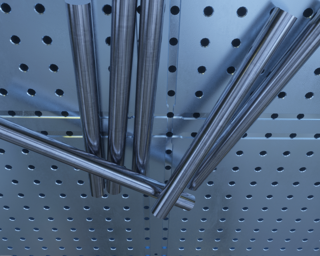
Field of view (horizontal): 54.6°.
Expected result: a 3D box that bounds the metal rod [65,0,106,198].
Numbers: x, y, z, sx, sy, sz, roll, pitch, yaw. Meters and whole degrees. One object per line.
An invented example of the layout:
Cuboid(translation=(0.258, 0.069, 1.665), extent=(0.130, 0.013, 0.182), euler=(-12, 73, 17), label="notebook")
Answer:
Cuboid(translation=(-0.090, -0.012, 0.400), extent=(0.025, 0.025, 0.298), euler=(3, 130, -2), label="metal rod")

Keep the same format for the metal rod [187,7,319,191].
Cuboid(translation=(0.112, -0.015, 0.399), extent=(0.025, 0.025, 0.298), euler=(19, 128, -16), label="metal rod")

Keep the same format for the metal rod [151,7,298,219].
Cuboid(translation=(0.063, 0.001, 0.377), extent=(0.025, 0.025, 0.298), euler=(21, 116, -17), label="metal rod")

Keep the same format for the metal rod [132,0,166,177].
Cuboid(translation=(-0.019, -0.029, 0.386), extent=(0.025, 0.025, 0.298), euler=(4, 130, -4), label="metal rod")

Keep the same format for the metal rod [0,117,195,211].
Cuboid(translation=(-0.081, 0.054, 0.422), extent=(0.301, 0.025, 0.025), euler=(26, 126, -21), label="metal rod")

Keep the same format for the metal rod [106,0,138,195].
Cuboid(translation=(-0.053, -0.017, 0.396), extent=(0.025, 0.025, 0.298), euler=(6, 130, -5), label="metal rod")
